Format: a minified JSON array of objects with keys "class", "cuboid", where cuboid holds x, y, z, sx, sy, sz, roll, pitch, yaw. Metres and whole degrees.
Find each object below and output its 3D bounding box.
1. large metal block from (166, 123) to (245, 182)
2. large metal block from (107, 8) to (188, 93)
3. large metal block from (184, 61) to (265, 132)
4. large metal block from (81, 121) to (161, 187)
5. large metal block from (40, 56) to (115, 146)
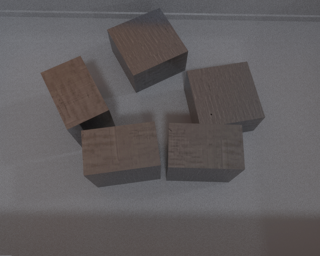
[{"class":"large metal block","cuboid":[0.049,0.032,0.369,0.081,0.080,0.050,2,70,0]},{"class":"large metal block","cuboid":[-0.017,-0.109,0.436,0.080,0.050,0.080,-26,72,-10]},{"class":"large metal block","cuboid":[0.081,-0.035,0.410,0.081,0.050,0.080,-10,70,-4]},{"class":"large metal block","cuboid":[-0.042,0.034,0.367,0.081,0.080,0.050,-7,71,-3]},{"class":"large metal block","cuboid":[-0.098,-0.029,0.390,0.050,0.080,0.080,-27,73,-10]}]
